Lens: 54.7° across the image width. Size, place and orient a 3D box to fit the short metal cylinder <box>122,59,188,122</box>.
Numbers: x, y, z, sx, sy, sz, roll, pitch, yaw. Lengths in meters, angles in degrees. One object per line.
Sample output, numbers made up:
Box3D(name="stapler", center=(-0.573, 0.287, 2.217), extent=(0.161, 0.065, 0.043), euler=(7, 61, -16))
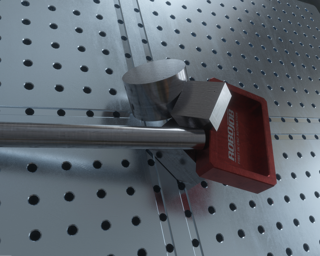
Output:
Box3D(name="short metal cylinder", center=(-0.002, -0.050, 0.396), extent=(0.080, 0.080, 0.050), euler=(-40, 128, -39))

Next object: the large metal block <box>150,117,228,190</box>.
Box3D(name="large metal block", center=(0.042, 0.019, 0.403), extent=(0.080, 0.050, 0.080), euler=(46, 51, 3))

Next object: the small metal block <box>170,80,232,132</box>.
Box3D(name="small metal block", center=(0.048, -0.027, 0.359), extent=(0.025, 0.050, 0.050), euler=(50, 58, -46))

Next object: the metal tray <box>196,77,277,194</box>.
Box3D(name="metal tray", center=(0.093, 0.007, 0.385), extent=(0.091, 0.030, 0.130), euler=(19, 54, -17))

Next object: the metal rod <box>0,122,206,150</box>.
Box3D(name="metal rod", center=(-0.099, 0.008, 0.313), extent=(0.302, 0.025, 0.025), euler=(2, 60, -15))
